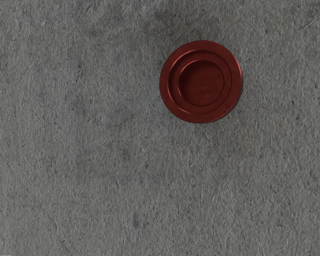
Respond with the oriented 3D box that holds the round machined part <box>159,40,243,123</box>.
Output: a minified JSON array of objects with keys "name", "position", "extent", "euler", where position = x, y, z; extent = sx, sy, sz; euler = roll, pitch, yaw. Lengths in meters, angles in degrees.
[{"name":"round machined part","position":[0.052,-0.054,0.382],"extent":[0.098,0.042,0.097],"euler":[0,90,20]}]
